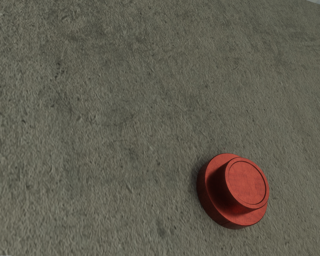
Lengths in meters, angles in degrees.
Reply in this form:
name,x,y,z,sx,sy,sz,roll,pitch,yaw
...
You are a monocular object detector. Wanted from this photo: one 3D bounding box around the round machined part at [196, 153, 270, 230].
name,x,y,z,sx,sy,sz,roll,pitch,yaw
round machined part,0.100,0.077,0.399,0.099,0.042,0.098,13,56,-21
